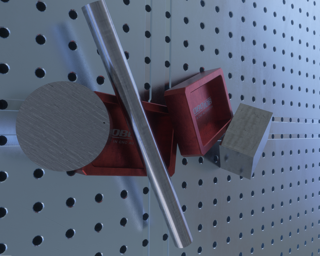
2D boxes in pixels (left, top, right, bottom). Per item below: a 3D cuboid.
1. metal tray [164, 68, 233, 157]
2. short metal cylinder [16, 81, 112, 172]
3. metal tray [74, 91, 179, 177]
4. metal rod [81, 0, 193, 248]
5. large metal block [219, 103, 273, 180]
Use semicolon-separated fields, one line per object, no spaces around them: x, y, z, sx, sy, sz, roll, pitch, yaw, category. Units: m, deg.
0.061;-0.026;0.432;0.131;0.030;0.089;-35;113;-52;metal tray
-0.087;0.000;0.296;0.081;0.050;0.080;0;86;-5;short metal cylinder
-0.036;0.012;0.375;0.131;0.030;0.089;9;85;-40;metal tray
-0.019;0.010;0.354;0.025;0.025;0.298;-32;110;-36;metal rod
0.133;0.022;0.481;0.080;0.050;0.080;-59;154;-23;large metal block
